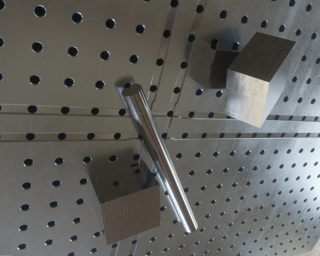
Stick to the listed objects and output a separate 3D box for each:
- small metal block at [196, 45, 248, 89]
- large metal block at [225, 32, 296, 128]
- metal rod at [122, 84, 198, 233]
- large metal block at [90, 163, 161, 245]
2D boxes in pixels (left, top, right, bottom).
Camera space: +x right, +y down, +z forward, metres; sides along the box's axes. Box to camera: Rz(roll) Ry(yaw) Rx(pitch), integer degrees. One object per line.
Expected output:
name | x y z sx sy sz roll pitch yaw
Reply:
small metal block | 0.081 -0.079 0.406 0.050 0.025 0.050 -4 120 -27
large metal block | 0.125 -0.061 0.394 0.080 0.050 0.080 -50 151 -28
metal rod | 0.011 0.065 0.456 0.025 0.025 0.299 -30 129 -10
large metal block | -0.047 0.105 0.435 0.081 0.050 0.079 -15 125 -20
